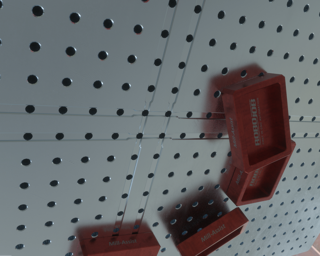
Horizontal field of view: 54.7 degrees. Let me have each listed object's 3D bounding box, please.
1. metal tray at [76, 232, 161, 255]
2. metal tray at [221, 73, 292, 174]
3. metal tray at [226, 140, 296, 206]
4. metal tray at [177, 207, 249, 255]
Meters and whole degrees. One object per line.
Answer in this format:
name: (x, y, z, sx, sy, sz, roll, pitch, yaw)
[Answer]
metal tray: (-0.073, 0.220, 0.506, 0.131, 0.030, 0.089, 6, 116, -31)
metal tray: (0.147, -0.008, 0.463, 0.091, 0.030, 0.129, -20, 110, -17)
metal tray: (0.180, 0.076, 0.555, 0.091, 0.030, 0.129, -2, 120, -28)
metal tray: (0.097, 0.203, 0.568, 0.131, 0.030, 0.090, -29, 150, -10)
